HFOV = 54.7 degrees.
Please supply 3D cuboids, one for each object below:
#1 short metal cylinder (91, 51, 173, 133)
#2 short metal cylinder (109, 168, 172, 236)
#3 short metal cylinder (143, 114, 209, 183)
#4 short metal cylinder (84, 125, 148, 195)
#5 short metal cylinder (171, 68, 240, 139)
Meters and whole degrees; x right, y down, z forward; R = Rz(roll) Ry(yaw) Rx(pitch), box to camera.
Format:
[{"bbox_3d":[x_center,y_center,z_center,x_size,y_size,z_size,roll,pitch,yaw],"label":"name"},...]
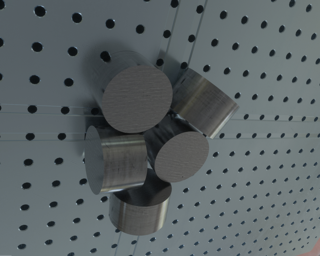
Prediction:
[{"bbox_3d":[-0.033,-0.041,0.351,0.081,0.050,0.079,-13,124,-20],"label":"short metal cylinder"},{"bbox_3d":[-0.027,0.097,0.420,0.081,0.080,0.050,-6,122,-25],"label":"short metal cylinder"},{"bbox_3d":[0.019,0.027,0.422,0.081,0.050,0.079,-14,125,-21],"label":"short metal cylinder"},{"bbox_3d":[-0.055,0.036,0.369,0.050,0.080,0.079,-3,120,-28],"label":"short metal cylinder"},{"bbox_3d":[0.051,-0.030,0.384,0.080,0.080,0.050,32,100,-38],"label":"short metal cylinder"}]
